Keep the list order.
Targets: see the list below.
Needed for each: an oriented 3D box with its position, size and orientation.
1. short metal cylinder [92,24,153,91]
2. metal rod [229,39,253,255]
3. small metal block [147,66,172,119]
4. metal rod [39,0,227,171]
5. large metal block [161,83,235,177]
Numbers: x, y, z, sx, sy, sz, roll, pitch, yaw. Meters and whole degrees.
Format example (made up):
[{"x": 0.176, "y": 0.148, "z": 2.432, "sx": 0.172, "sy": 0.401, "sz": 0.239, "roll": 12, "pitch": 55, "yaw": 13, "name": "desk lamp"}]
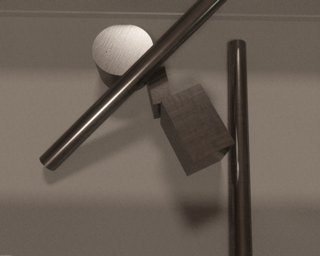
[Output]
[{"x": -0.049, "y": -0.096, "z": 0.431, "sx": 0.081, "sy": 0.050, "sz": 0.080, "roll": 0, "pitch": 70, "yaw": 0, "name": "short metal cylinder"}, {"x": 0.103, "y": 0.017, "z": 0.404, "sx": 0.025, "sy": 0.025, "sz": 0.299, "roll": 4, "pitch": 70, "yaw": 1, "name": "metal rod"}, {"x": -0.001, "y": -0.046, "z": 0.413, "sx": 0.025, "sy": 0.050, "sz": 0.050, "roll": -11, "pitch": 71, "yaw": -4, "name": "small metal block"}, {"x": -0.035, "y": -0.059, "z": 0.384, "sx": 0.300, "sy": 0.025, "sz": 0.025, "roll": -44, "pitch": 76, "yaw": 3, "name": "metal rod"}, {"x": 0.041, "y": 0.006, "z": 0.379, "sx": 0.050, "sy": 0.080, "sz": 0.080, "roll": -24, "pitch": 72, "yaw": -9, "name": "large metal block"}]
